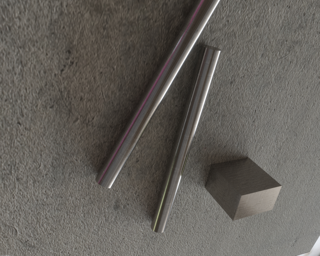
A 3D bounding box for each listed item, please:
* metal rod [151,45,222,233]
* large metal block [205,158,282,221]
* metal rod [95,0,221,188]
[{"bbox_3d":[0.030,0.032,0.444,0.025,0.025,0.298,0,119,-29],"label":"metal rod"},{"bbox_3d":[0.134,0.096,0.507,0.081,0.080,0.050,-6,121,-26],"label":"large metal block"},{"bbox_3d":[0.000,-0.052,0.375,0.025,0.025,0.298,20,108,-36],"label":"metal rod"}]
